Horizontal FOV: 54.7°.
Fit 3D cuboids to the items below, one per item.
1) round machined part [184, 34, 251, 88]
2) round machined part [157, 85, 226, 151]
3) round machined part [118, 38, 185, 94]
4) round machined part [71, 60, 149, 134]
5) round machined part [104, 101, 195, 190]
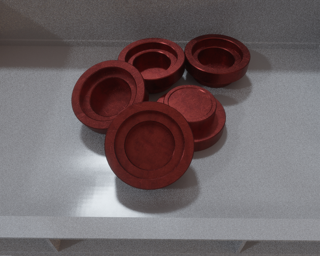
[{"bbox_3d":[0.086,-0.100,0.479,0.099,0.042,0.098,1,50,0],"label":"round machined part"},{"bbox_3d":[0.039,-0.020,0.411,0.099,0.042,0.098,0,50,0],"label":"round machined part"},{"bbox_3d":[-0.012,-0.090,0.467,0.099,0.042,0.098,-2,50,2],"label":"round machined part"},{"bbox_3d":[-0.062,-0.037,0.410,0.098,0.042,0.098,-4,69,11],"label":"round machined part"},{"bbox_3d":[-0.011,0.021,0.358,0.099,0.042,0.097,0,81,-1],"label":"round machined part"}]
